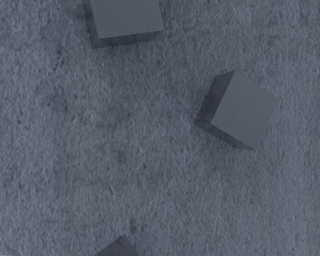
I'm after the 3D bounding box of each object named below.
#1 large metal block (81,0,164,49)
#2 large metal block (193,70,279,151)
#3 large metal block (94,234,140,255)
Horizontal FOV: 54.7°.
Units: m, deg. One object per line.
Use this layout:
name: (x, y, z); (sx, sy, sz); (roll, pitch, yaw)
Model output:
large metal block: (-0.049, -0.147, 0.378); (0.081, 0.050, 0.080); (-14, 95, -20)
large metal block: (0.107, -0.023, 0.437); (0.080, 0.050, 0.080); (29, 80, -18)
large metal block: (-0.054, 0.181, 0.361); (0.080, 0.080, 0.050); (-31, 101, -18)
